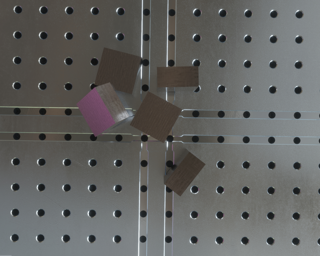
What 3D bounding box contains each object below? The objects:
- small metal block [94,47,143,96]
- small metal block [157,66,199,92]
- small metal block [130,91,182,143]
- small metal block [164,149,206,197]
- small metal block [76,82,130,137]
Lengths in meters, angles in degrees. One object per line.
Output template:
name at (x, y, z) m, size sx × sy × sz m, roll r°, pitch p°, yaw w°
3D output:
small metal block at (-0.054, -0.074, 0.413) m, size 0.050 × 0.025 × 0.050 m, roll 15°, pitch 90°, yaw 0°
small metal block at (0.022, -0.062, 0.401) m, size 0.050 × 0.050 × 0.025 m, roll -1°, pitch 90°, yaw 0°
small metal block at (-0.005, -0.014, 0.413) m, size 0.050 × 0.025 × 0.050 m, roll 28°, pitch 90°, yaw 0°
small metal block at (0.030, 0.056, 0.401) m, size 0.025 × 0.050 × 0.050 m, roll 38°, pitch 90°, yaw 0°
small metal block at (-0.074, -0.023, 0.399) m, size 0.050 × 0.025 × 0.050 m, roll -30°, pitch 90°, yaw 43°
